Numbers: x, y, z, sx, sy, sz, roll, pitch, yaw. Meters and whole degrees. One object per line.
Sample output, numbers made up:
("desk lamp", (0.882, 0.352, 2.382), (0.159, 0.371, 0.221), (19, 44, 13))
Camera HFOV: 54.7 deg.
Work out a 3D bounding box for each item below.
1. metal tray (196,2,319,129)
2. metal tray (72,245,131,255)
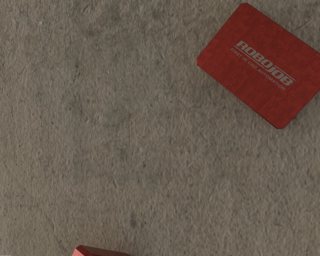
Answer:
("metal tray", (0.120, -0.072, 0.364), (0.130, 0.030, 0.090), (42, 103, 14))
("metal tray", (-0.085, 0.220, 0.382), (0.030, 0.090, 0.130), (8, 72, 48))
